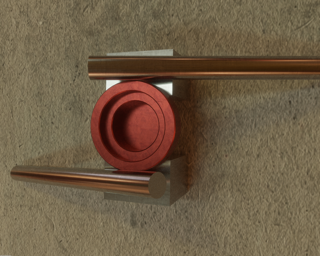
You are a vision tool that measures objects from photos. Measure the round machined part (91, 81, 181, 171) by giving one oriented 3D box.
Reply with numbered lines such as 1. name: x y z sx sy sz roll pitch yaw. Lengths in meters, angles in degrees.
1. round machined part: -0.024 -0.002 0.346 0.098 0.042 0.097 0 90 19

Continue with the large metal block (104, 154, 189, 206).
1. large metal block: -0.013 0.059 0.385 0.080 0.080 0.050 1 91 19

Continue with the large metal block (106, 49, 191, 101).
1. large metal block: -0.011 -0.061 0.384 0.080 0.080 0.050 1 91 19

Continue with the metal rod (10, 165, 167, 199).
1. metal rod: -0.113 0.062 0.390 0.300 0.025 0.025 -5 89 42

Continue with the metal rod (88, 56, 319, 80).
1. metal rod: 0.079 -0.063 0.325 0.302 0.025 0.025 -1 90 -3
